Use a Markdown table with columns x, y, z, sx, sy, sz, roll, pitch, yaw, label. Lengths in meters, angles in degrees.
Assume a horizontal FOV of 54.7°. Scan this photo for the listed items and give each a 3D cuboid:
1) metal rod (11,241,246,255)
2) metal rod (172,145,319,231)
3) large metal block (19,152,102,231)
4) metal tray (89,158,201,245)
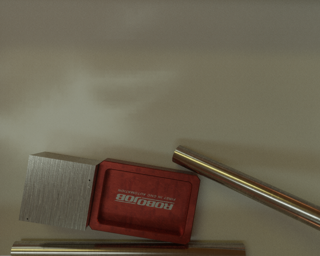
| x | y | z | sx | sy | sz | roll | pitch | yaw | label |
| --- | --- | --- | --- | --- | --- | --- | --- | --- | --- |
| -0.040 | 0.164 | 0.411 | 0.302 | 0.025 | 0.025 | 1 | 90 | -1 | metal rod |
| 0.150 | 0.089 | 0.354 | 0.301 | 0.025 | 0.025 | 23 | 90 | 23 | metal rod |
| -0.124 | 0.078 | 0.397 | 0.080 | 0.050 | 0.080 | 9 | 90 | -1 | large metal block |
| -0.019 | 0.095 | 0.408 | 0.131 | 0.030 | 0.089 | 10 | 90 | -1 | metal tray |
